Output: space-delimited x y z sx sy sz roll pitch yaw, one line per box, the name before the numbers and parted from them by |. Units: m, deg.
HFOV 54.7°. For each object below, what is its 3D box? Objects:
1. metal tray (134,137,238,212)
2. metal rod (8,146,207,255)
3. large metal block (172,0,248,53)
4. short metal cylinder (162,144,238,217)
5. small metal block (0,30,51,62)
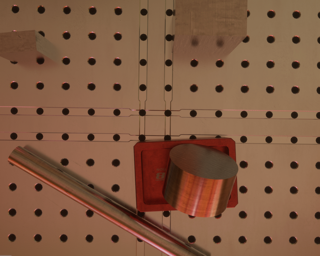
metal tray | 0.033 0.060 0.411 0.131 0.030 0.089 -3 90 -1
metal rod | -0.064 0.111 0.412 0.301 0.025 0.025 31 90 -1
large metal block | 0.057 -0.129 0.387 0.081 0.080 0.050 1 90 -1
short metal cylinder | 0.046 0.059 0.367 0.080 0.080 0.050 11 113 -1
small metal block | -0.175 -0.104 0.399 0.050 0.050 0.025 -5 90 -1
